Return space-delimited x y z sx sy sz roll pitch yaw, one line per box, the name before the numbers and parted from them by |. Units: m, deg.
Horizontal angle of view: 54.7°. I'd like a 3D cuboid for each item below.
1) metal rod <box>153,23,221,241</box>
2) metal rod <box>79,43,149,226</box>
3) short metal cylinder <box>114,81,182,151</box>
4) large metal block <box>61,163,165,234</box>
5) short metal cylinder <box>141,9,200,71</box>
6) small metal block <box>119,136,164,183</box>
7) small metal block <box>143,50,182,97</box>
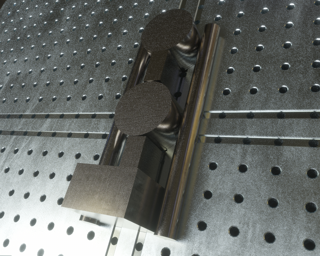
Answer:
metal rod | 0.041 -0.014 0.394 0.025 0.025 0.300 1 62 29
metal rod | -0.052 -0.014 0.443 0.025 0.025 0.300 1 62 29
short metal cylinder | -0.012 -0.014 0.407 0.080 0.050 0.080 -13 56 21
large metal block | -0.046 0.080 0.348 0.080 0.080 0.050 1 62 28
short metal cylinder | 0.019 -0.129 0.461 0.080 0.050 0.080 -13 56 21
small metal block | -0.022 0.043 0.377 0.025 0.050 0.050 0 62 28
small metal block | 0.005 -0.072 0.432 0.025 0.050 0.050 1 62 29
